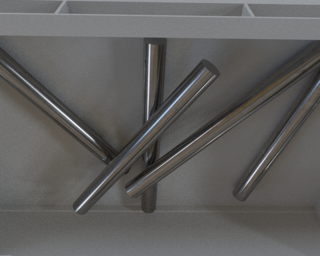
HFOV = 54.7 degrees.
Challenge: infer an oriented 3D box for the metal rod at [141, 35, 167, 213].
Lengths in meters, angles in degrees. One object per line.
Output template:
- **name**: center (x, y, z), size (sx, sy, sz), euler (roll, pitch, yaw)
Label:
- **metal rod**: center (-0.012, 0.020, 0.425), size (0.025, 0.025, 0.298), euler (2, 130, -2)

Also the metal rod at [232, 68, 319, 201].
- **metal rod**: center (0.170, -0.001, 0.409), size (0.025, 0.025, 0.298), euler (12, 129, -10)

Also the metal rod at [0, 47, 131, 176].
- **metal rod**: center (-0.139, -0.031, 0.380), size (0.025, 0.025, 0.300), euler (-28, 125, 22)

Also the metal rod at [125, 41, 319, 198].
- **metal rod**: center (0.068, 0.002, 0.391), size (0.299, 0.025, 0.025), euler (-39, 121, 21)

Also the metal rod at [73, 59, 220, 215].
- **metal rod**: center (-0.035, 0.030, 0.399), size (0.025, 0.025, 0.299), euler (29, 124, -22)
